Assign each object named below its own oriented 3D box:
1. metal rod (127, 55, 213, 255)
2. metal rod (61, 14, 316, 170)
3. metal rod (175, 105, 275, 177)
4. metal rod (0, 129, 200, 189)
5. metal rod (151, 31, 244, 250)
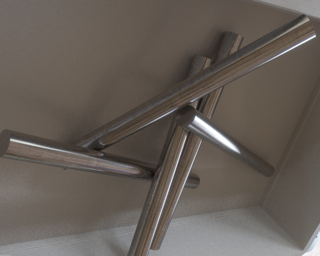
[{"bbox_3d":[0.007,0.055,0.392,0.025,0.025,0.298,17,93,-35],"label":"metal rod"},{"bbox_3d":[0.011,-0.028,0.330,0.300,0.025,0.025,-28,132,16],"label":"metal rod"},{"bbox_3d":[0.112,0.032,0.448,0.025,0.025,0.301,-52,141,8],"label":"metal rod"},{"bbox_3d":[-0.041,0.049,0.378,0.301,0.025,0.025,21,108,-48],"label":"metal rod"},{"bbox_3d":[0.041,0.022,0.407,0.025,0.025,0.298,16,99,-35],"label":"metal rod"}]
